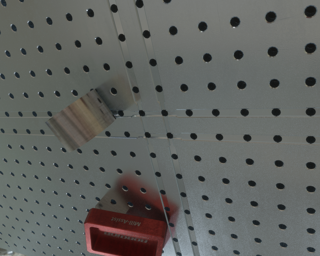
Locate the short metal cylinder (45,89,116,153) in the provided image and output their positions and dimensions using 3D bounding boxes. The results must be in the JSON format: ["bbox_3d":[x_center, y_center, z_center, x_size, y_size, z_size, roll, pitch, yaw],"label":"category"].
[{"bbox_3d":[-0.108,-0.010,0.424,0.080,0.080,0.050,-26,104,37],"label":"short metal cylinder"}]

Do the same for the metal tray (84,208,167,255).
[{"bbox_3d":[-0.059,0.186,0.526,0.131,0.030,0.089,9,128,4],"label":"metal tray"}]

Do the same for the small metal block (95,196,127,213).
[{"bbox_3d":[-0.093,0.158,0.556,0.050,0.025,0.050,31,128,8],"label":"small metal block"}]
